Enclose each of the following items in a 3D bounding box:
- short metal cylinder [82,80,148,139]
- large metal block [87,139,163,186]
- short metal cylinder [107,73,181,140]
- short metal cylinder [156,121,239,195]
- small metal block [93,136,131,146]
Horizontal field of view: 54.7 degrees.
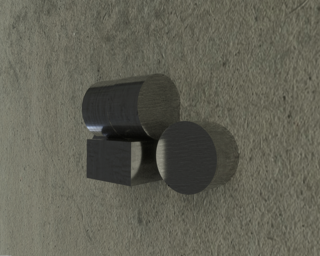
[{"bbox_3d":[-0.057,-0.025,0.418,0.050,0.081,0.079,1,91,40],"label":"short metal cylinder"},{"bbox_3d":[-0.037,0.040,0.402,0.080,0.081,0.050,1,91,40],"label":"large metal block"},{"bbox_3d":[-0.018,-0.026,0.386,0.050,0.081,0.079,1,91,40],"label":"short metal cylinder"},{"bbox_3d":[0.043,0.032,0.355,0.080,0.050,0.079,0,90,40],"label":"short metal cylinder"},{"bbox_3d":[-0.077,0.025,0.471,0.050,0.025,0.050,45,117,30],"label":"small metal block"}]
